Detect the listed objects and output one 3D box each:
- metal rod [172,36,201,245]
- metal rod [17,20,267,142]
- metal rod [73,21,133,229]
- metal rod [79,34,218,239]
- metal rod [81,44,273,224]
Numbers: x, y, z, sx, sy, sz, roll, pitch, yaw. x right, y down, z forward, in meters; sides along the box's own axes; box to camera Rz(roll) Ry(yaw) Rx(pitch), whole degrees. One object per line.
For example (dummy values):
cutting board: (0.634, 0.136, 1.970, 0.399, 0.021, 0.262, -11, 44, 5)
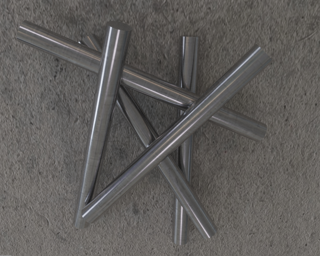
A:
metal rod: (0.033, 0.030, 0.420, 0.025, 0.025, 0.298, 1, 110, -1)
metal rod: (-0.011, -0.050, 0.362, 0.302, 0.025, 0.025, 22, 109, -10)
metal rod: (-0.078, 0.020, 0.381, 0.025, 0.025, 0.298, 14, 123, -6)
metal rod: (-0.010, 0.019, 0.398, 0.025, 0.025, 0.299, -30, 101, 10)
metal rod: (0.006, 0.020, 0.367, 0.025, 0.025, 0.299, 41, 110, -14)
